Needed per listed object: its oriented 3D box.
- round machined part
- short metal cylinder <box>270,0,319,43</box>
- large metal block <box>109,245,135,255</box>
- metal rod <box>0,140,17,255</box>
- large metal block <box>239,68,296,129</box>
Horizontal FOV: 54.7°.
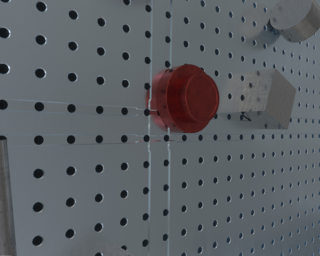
[{"bbox_3d":[0.046,-0.041,0.436,0.099,0.042,0.097,0,90,-40],"label":"round machined part"},{"bbox_3d":[0.259,-0.211,0.590,0.050,0.080,0.080,24,75,-38],"label":"short metal cylinder"},{"bbox_3d":[-0.040,0.189,0.340,0.080,0.080,0.050,-46,118,-30],"label":"large metal block"},{"bbox_3d":[-0.144,0.160,0.288,0.025,0.025,0.298,-6,94,-40],"label":"metal rod"},{"bbox_3d":[0.195,-0.050,0.556,0.080,0.050,0.080,29,72,-36],"label":"large metal block"}]
